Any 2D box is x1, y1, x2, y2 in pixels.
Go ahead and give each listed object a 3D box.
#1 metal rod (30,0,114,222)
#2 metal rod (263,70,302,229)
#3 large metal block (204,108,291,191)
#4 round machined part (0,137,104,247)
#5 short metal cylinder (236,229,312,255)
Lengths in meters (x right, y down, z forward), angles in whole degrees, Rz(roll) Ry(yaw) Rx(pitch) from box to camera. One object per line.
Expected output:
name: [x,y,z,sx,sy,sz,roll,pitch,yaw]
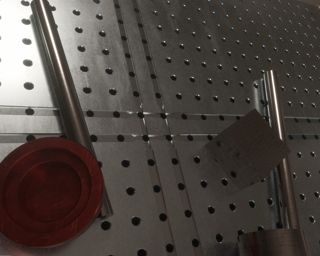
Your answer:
metal rod: [-0.112,-0.037,0.371,0.025,0.025,0.299,-8,66,-32]
metal rod: [0.193,0.024,0.500,0.025,0.025,0.300,19,54,-18]
large metal block: [0.126,0.029,0.444,0.081,0.050,0.080,-30,79,-38]
round machined part: [-0.102,0.061,0.292,0.099,0.042,0.098,2,66,-5]
short metal cylinder: [0.131,0.150,0.354,0.081,0.080,0.050,11,57,-23]
